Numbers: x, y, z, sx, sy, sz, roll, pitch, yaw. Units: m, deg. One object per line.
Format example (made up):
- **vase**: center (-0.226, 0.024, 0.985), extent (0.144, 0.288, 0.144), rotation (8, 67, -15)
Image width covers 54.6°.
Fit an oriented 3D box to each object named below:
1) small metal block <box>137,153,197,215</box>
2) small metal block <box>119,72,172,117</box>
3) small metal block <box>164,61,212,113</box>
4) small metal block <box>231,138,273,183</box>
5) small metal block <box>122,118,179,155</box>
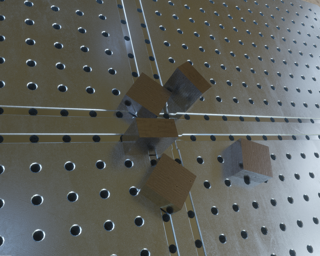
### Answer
- **small metal block**: center (0.009, 0.067, 0.372), extent (0.050, 0.025, 0.050), rotation (36, 51, -4)
- **small metal block**: center (-0.019, -0.040, 0.422), extent (0.050, 0.025, 0.050), rotation (34, 51, -6)
- **small metal block**: center (0.038, -0.059, 0.448), extent (0.050, 0.050, 0.025), rotation (47, 51, 5)
- **small metal block**: center (0.132, 0.048, 0.449), extent (0.050, 0.025, 0.050), rotation (17, 55, -19)
- **small metal block**: center (-0.013, 0.011, 0.378), extent (0.050, 0.050, 0.025), rotation (1, 62, -28)
